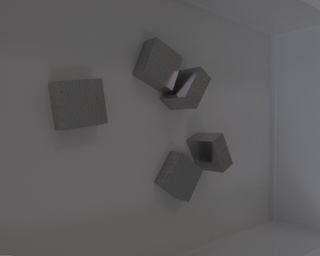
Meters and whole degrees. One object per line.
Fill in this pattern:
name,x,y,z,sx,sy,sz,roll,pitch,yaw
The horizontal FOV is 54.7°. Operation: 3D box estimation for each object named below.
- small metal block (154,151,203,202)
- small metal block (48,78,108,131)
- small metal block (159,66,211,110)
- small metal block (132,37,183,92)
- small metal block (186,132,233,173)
small metal block,0.027,0.067,0.429,0.050,0.025,0.050,43,64,-32
small metal block,-0.087,-0.026,0.333,0.050,0.025,0.050,-11,97,-39
small metal block,0.034,-0.053,0.418,0.025,0.050,0.050,42,65,-32
small metal block,-0.002,-0.081,0.404,0.050,0.025,0.050,28,73,-37
small metal block,0.072,0.035,0.450,0.025,0.050,0.050,-34,111,-35
